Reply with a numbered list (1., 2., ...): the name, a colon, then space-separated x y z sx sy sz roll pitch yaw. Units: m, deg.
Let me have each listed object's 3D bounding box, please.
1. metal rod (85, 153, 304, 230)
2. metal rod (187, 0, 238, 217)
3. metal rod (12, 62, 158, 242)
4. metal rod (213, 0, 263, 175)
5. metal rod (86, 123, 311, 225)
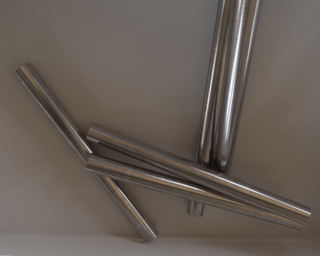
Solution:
1. metal rod: 0.051 0.087 0.415 0.302 0.025 0.025 17 109 -6
2. metal rod: 0.066 -0.015 0.406 0.025 0.025 0.298 5 110 -2
3. metal rod: -0.092 0.045 0.426 0.025 0.025 0.299 -30 108 10
4. metal rod: 0.078 -0.035 0.331 0.025 0.025 0.298 -3 136 1
5. metal rod: 0.048 0.059 0.407 0.301 0.025 0.025 21 109 2
